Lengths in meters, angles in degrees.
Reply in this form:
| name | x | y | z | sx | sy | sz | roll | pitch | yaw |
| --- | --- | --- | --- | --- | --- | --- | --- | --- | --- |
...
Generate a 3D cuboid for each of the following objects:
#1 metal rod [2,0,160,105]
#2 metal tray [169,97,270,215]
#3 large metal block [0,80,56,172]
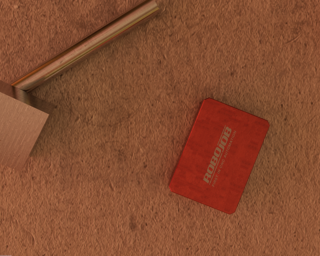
| name | x | y | z | sx | sy | sz | roll | pitch | yaw |
| --- | --- | --- | --- | --- | --- | --- | --- | --- | --- |
| metal rod | -0.134 | -0.084 | 0.408 | 0.301 | 0.025 | 0.025 | -32 | 90 | 0 |
| metal tray | 0.076 | 0.036 | 0.408 | 0.090 | 0.030 | 0.129 | 22 | 90 | 0 |
| large metal block | -0.188 | -0.005 | 0.380 | 0.080 | 0.050 | 0.080 | 27 | 99 | -16 |
